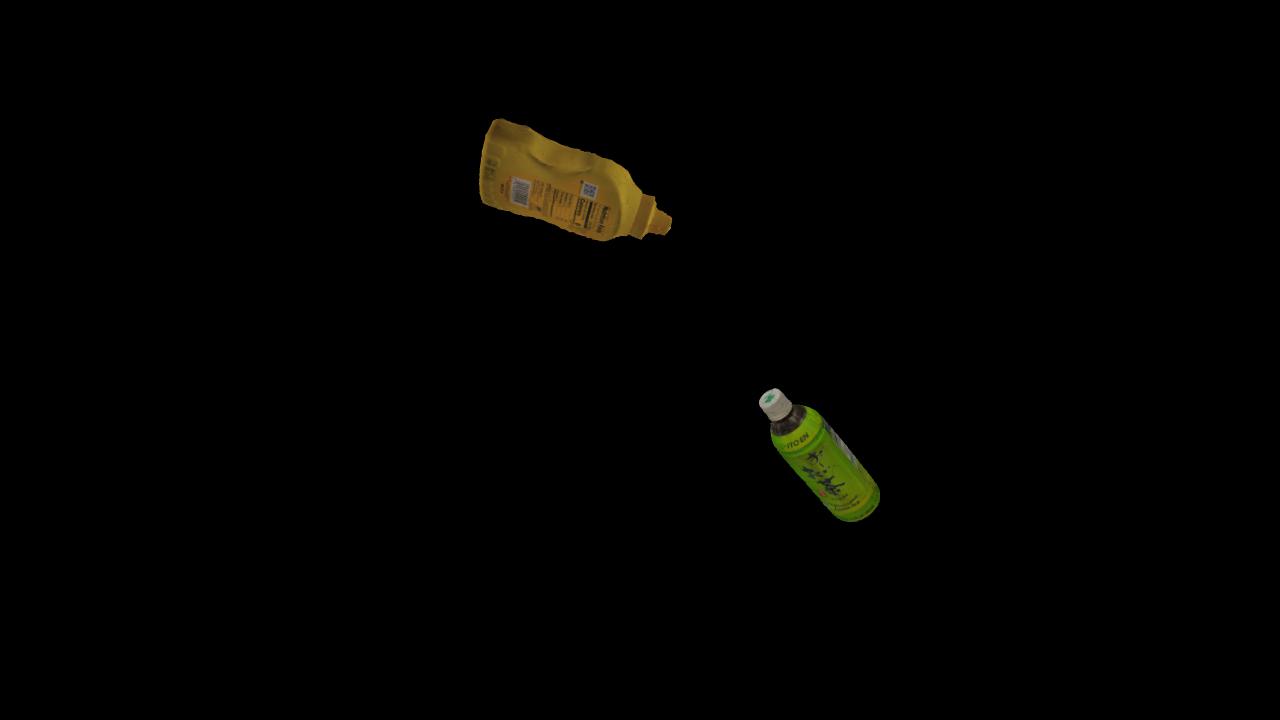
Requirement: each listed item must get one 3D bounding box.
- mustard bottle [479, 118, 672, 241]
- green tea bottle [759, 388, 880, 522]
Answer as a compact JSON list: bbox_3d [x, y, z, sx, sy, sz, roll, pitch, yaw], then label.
[{"bbox_3d":[-0.057,-0.157,0.585,0.184,0.054,0.092,18,-39,-5],"label":"mustard bottle"},{"bbox_3d":[0.219,0.114,0.764,0.212,0.073,0.073,48,-22,-21],"label":"green tea bottle"}]
